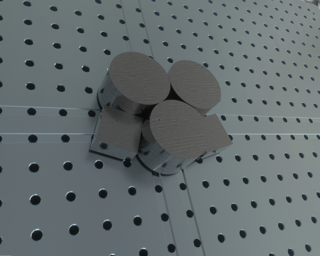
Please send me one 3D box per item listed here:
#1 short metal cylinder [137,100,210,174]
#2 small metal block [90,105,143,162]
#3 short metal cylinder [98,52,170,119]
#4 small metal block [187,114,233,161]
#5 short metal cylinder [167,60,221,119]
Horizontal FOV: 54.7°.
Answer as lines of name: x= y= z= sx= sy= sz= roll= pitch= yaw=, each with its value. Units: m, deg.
short metal cylinder: x=0.014 y=0.012 z=0.388 sx=0.081 sy=0.050 sz=0.080 roll=14 pitch=56 yaw=-21
small metal block: x=-0.051 y=0.007 z=0.372 sx=0.050 sy=0.025 sz=0.050 roll=19 pitch=54 yaw=-17
short metal cylinder: x=-0.034 y=-0.051 z=0.401 sx=0.081 sy=0.050 sz=0.080 roll=14 pitch=56 yaw=-21
small metal block: x=0.065 y=0.012 z=0.432 sx=0.050 sy=0.025 sz=0.050 roll=-15 pitch=70 yaw=-34
short metal cylinder: x=0.038 y=-0.049 z=0.438 sx=0.081 sy=0.050 sz=0.080 roll=14 pitch=56 yaw=-21
